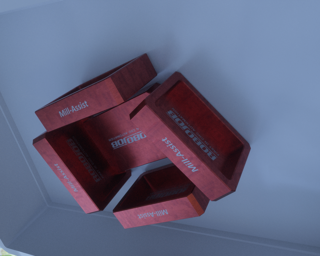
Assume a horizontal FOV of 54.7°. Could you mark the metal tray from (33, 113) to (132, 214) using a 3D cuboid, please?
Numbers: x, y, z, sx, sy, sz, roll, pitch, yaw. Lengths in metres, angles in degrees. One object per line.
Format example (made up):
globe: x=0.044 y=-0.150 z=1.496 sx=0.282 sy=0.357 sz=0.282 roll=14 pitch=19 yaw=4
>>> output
metal tray: x=-0.106 y=0.045 z=0.445 sx=0.030 sy=0.090 sz=0.130 roll=-23 pitch=106 yaw=36

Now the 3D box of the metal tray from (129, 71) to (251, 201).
metal tray: x=0.039 y=0.006 z=0.347 sx=0.130 sy=0.090 sz=0.030 roll=45 pitch=130 yaw=-4

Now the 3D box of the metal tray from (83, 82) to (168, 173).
metal tray: x=-0.033 y=0.004 z=0.420 sx=0.130 sy=0.030 sz=0.090 roll=-21 pitch=107 yaw=35

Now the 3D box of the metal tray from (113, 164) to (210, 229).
metal tray: x=0.010 y=0.083 z=0.409 sx=0.130 sy=0.090 sz=0.030 roll=-22 pitch=107 yaw=36

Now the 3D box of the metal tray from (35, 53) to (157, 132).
metal tray: x=-0.078 y=-0.042 z=0.377 sx=0.130 sy=0.090 sz=0.030 roll=-17 pitch=110 yaw=34
